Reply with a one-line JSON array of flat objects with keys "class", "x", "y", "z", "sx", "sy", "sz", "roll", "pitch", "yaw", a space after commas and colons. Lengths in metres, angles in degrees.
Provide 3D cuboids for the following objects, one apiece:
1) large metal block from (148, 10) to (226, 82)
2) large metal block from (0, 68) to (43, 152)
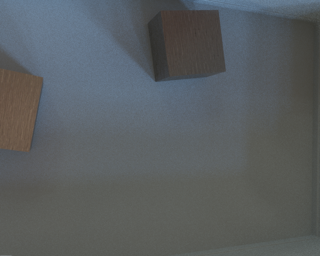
[{"class": "large metal block", "x": 0.035, "y": -0.108, "z": 0.411, "sx": 0.081, "sy": 0.050, "sz": 0.079, "roll": -9, "pitch": 93, "yaw": -20}, {"class": "large metal block", "x": -0.175, "y": -0.021, "z": 0.333, "sx": 0.081, "sy": 0.050, "sz": 0.080, "roll": 10, "pitch": 87, "yaw": -20}]
